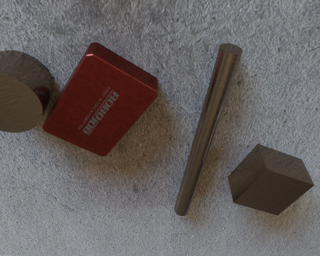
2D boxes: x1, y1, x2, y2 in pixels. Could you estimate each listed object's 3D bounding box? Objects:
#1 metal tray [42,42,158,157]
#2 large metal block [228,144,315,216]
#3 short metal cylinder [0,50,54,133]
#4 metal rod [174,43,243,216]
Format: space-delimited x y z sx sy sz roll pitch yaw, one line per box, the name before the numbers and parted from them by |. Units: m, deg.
metal tray | -0.074 -0.028 0.379 0.090 0.030 0.129 28 125 -22
large metal block | 0.161 0.078 0.460 0.081 0.050 0.079 19 128 -16
short metal cylinder | -0.169 -0.041 0.354 0.081 0.050 0.079 0 130 0
metal rod | 0.057 0.027 0.430 0.025 0.025 0.298 6 130 -5
